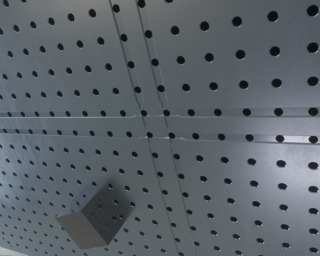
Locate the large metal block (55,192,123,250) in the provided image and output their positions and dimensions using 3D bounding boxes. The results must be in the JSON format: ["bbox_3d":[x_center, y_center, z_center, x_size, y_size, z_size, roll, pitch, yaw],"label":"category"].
[{"bbox_3d":[-0.131,0.172,0.571,0.080,0.050,0.080,-24,106,36],"label":"large metal block"}]
